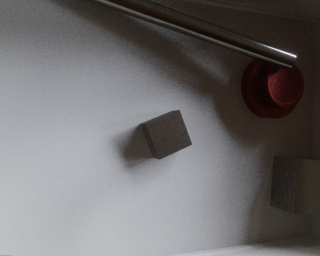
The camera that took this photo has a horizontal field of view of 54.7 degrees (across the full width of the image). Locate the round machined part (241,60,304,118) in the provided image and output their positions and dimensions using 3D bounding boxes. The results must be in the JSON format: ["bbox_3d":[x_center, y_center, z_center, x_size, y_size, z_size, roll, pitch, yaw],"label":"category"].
[{"bbox_3d":[0.177,-0.064,0.469,0.099,0.042,0.097,0,90,-21],"label":"round machined part"}]

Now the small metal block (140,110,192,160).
[{"bbox_3d":[0.008,0.008,0.415,0.050,0.025,0.050,-23,98,-19],"label":"small metal block"}]

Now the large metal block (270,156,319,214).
[{"bbox_3d":[0.224,0.087,0.482,0.081,0.050,0.080,6,88,-20],"label":"large metal block"}]

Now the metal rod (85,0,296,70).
[{"bbox_3d":[0.040,-0.133,0.403,0.302,0.025,0.025,15,85,-12],"label":"metal rod"}]
